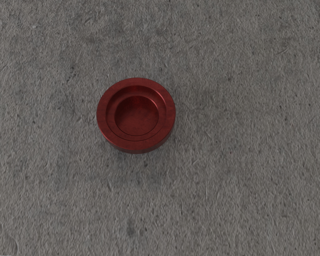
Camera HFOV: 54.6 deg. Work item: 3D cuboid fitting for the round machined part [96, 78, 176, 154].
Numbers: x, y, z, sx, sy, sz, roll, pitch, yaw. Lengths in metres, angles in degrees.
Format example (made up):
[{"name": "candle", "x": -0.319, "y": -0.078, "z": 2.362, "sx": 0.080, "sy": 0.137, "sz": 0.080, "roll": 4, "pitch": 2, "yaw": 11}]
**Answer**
[{"name": "round machined part", "x": -0.030, "y": -0.013, "z": 0.404, "sx": 0.099, "sy": 0.042, "sz": 0.098, "roll": 0, "pitch": 70, "yaw": 0}]
